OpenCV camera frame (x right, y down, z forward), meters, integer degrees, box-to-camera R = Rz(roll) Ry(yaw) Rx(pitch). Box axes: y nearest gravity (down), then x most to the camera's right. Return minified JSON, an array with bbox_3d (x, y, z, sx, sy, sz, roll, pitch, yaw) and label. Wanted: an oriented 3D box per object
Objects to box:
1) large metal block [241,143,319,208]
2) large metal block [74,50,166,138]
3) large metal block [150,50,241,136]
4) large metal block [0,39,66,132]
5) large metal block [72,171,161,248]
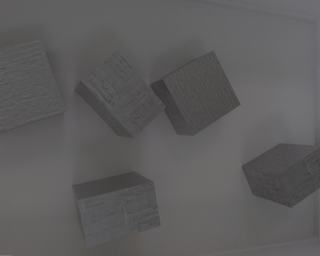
[{"bbox_3d":[0.181,0.064,0.448,0.081,0.080,0.050,-26,99,-18],"label":"large metal block"},{"bbox_3d":[-0.050,-0.036,0.363,0.050,0.080,0.080,-45,104,-14],"label":"large metal block"},{"bbox_3d":[0.046,-0.045,0.414,0.080,0.050,0.080,-32,101,-17],"label":"large metal block"},{"bbox_3d":[-0.157,-0.043,0.339,0.081,0.050,0.080,-20,97,-19],"label":"large metal block"},{"bbox_3d":[-0.054,0.089,0.361,0.081,0.080,0.050,-10,94,-20],"label":"large metal block"}]
